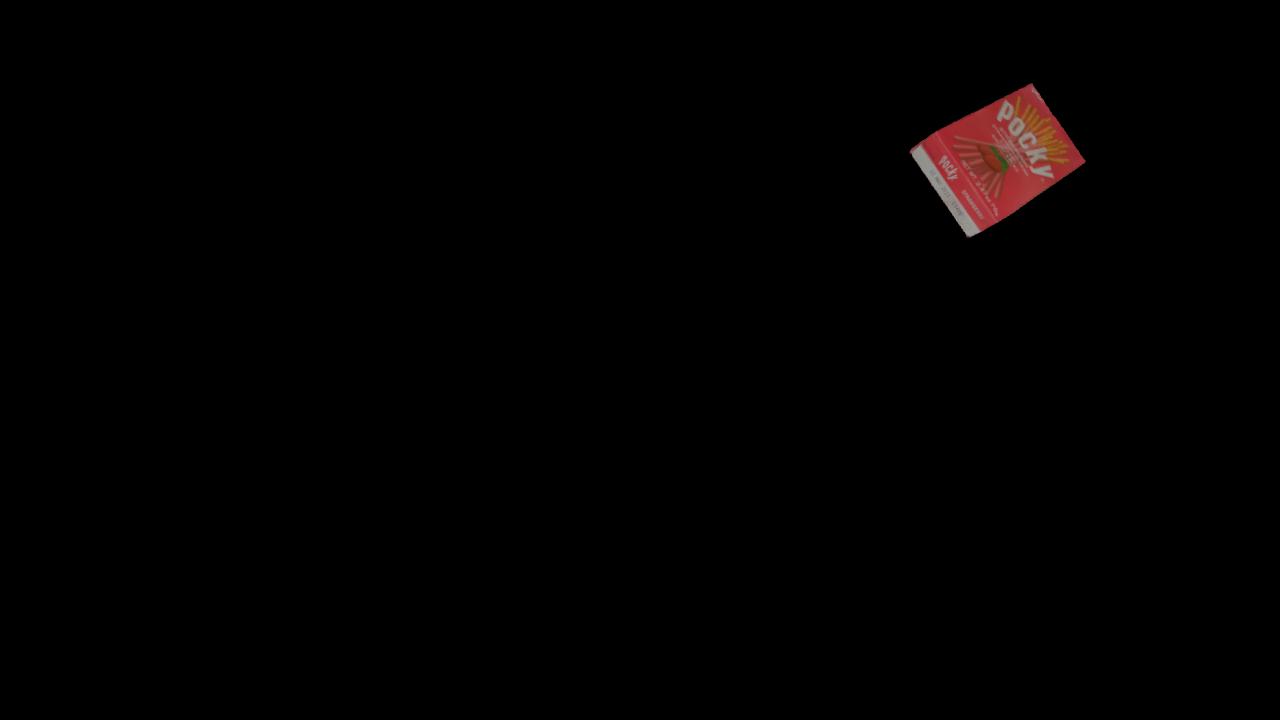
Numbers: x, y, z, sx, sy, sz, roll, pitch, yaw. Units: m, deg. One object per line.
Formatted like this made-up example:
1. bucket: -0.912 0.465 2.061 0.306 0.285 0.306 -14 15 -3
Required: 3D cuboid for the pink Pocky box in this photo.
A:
1. pink Pocky box: 0.293 -0.165 0.499 0.155 0.084 0.029 -30 -4 -27
